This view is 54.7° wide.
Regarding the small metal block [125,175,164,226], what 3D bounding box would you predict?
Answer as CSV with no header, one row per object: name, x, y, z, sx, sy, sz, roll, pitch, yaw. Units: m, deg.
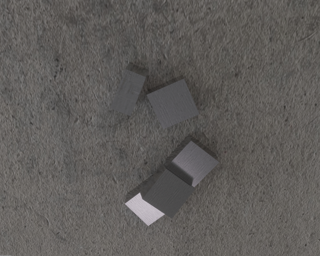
small metal block,-0.014,0.105,0.448,0.050,0.025,0.050,-39,106,13

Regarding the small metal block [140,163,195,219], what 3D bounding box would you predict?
small metal block,0.010,0.084,0.417,0.050,0.025,0.050,38,91,-16

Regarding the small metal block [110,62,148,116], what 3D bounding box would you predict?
small metal block,-0.037,-0.049,0.378,0.025,0.050,0.050,21,109,-8

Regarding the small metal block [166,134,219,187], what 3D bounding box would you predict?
small metal block,0.044,0.045,0.427,0.050,0.025,0.050,38,106,-13

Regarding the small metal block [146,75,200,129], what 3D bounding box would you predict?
small metal block,0.017,-0.033,0.397,0.050,0.025,0.050,-23,109,8
